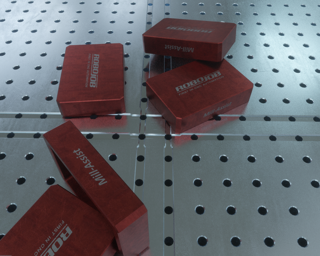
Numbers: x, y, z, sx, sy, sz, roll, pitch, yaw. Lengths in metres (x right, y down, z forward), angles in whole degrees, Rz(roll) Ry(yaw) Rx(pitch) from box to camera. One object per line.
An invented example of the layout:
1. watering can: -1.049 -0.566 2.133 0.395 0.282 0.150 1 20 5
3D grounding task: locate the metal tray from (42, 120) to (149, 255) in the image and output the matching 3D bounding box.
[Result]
1. metal tray: -0.063 0.063 0.311 0.030 0.089 0.130 -33 58 -25

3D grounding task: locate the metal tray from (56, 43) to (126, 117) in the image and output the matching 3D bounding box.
1. metal tray: -0.099 -0.076 0.467 0.091 0.030 0.130 -3 50 -4

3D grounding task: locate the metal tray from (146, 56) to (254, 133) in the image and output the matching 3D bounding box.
1. metal tray: 0.057 -0.055 0.452 0.131 0.030 0.090 -24 54 -20

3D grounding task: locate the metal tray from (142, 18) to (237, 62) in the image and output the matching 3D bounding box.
1. metal tray: 0.049 -0.147 0.504 0.130 0.030 0.090 13 40 22

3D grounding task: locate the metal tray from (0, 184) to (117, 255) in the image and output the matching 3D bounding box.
1. metal tray: -0.108 0.128 0.288 0.090 0.030 0.130 26 59 21
